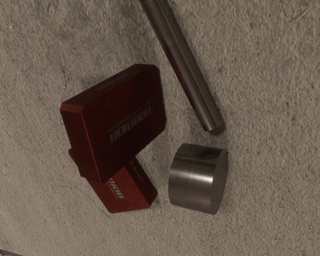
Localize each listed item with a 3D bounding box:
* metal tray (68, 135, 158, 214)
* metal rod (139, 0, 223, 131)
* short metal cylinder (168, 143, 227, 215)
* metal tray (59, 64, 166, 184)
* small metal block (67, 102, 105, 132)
[{"bbox_3d":[-0.073,0.071,0.484,0.090,0.030,0.130,-19,109,35],"label":"metal tray"},{"bbox_3d":[-0.005,-0.129,0.328,0.025,0.025,0.299,-17,110,34],"label":"metal rod"},{"bbox_3d":[0.049,0.062,0.383,0.050,0.080,0.079,8,122,24],"label":"short metal cylinder"},{"bbox_3d":[-0.044,-0.011,0.352,0.030,0.131,0.089,10,123,31],"label":"metal tray"},{"bbox_3d":[-0.095,-0.018,0.428,0.050,0.050,0.025,-2,117,29],"label":"small metal block"}]
